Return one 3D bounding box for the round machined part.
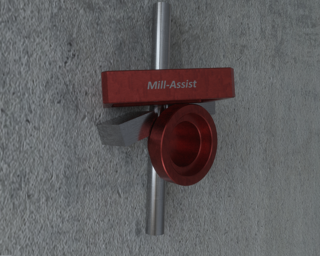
[{"bbox_3d":[0.024,0.019,0.381,0.099,0.042,0.097,-4,96,-42],"label":"round machined part"}]

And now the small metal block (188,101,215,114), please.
[{"bbox_3d":[0.040,-0.030,0.426,0.050,0.050,0.025,-2,92,-40],"label":"small metal block"}]

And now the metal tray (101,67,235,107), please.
[{"bbox_3d":[0.003,-0.042,0.338,0.131,0.090,0.030,-4,92,-11],"label":"metal tray"}]

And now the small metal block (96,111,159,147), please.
[{"bbox_3d":[-0.038,0.000,0.360,0.050,0.050,0.025,-25,106,-38],"label":"small metal block"}]

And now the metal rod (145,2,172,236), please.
[{"bbox_3d":[-0.002,-0.013,0.407,0.025,0.025,0.298,3,88,-40],"label":"metal rod"}]
